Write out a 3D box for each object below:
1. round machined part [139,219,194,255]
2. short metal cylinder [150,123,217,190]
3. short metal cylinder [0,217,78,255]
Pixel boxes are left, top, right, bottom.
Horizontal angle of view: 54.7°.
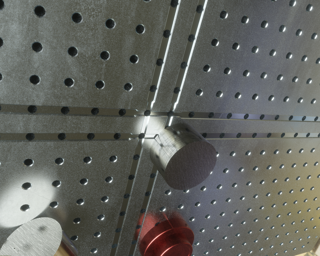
[{"bbox_3d":[0.018,0.210,0.540,0.099,0.042,0.097,-14,124,-21],"label":"round machined part"},{"bbox_3d":[0.032,0.040,0.438,0.081,0.050,0.079,-14,124,-21],"label":"short metal cylinder"},{"bbox_3d":[-0.152,0.162,0.393,0.080,0.080,0.050,-26,128,-13],"label":"short metal cylinder"}]
